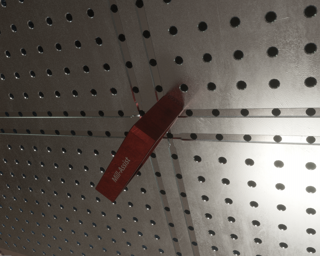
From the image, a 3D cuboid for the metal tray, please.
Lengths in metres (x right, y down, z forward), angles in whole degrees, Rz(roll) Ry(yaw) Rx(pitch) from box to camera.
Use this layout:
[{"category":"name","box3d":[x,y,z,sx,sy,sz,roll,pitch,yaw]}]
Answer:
[{"category":"metal tray","box3d":[-0.028,0.028,0.399,0.030,0.090,0.129,37,129,3]}]
